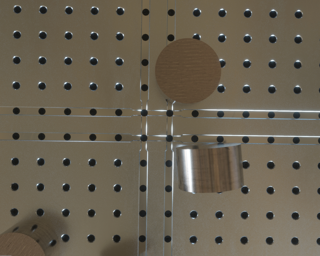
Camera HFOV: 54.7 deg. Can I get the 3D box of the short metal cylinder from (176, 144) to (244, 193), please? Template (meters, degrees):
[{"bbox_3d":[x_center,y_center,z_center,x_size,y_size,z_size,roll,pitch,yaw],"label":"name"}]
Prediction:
[{"bbox_3d":[0.062,0.047,0.386,0.081,0.080,0.050,-5,90,0],"label":"short metal cylinder"}]

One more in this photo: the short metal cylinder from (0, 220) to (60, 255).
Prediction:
[{"bbox_3d":[-0.177,0.166,0.399,0.081,0.050,0.079,0,90,0],"label":"short metal cylinder"}]

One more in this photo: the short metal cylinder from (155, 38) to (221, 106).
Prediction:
[{"bbox_3d":[0.034,-0.070,0.401,0.081,0.050,0.079,0,90,-1],"label":"short metal cylinder"}]
